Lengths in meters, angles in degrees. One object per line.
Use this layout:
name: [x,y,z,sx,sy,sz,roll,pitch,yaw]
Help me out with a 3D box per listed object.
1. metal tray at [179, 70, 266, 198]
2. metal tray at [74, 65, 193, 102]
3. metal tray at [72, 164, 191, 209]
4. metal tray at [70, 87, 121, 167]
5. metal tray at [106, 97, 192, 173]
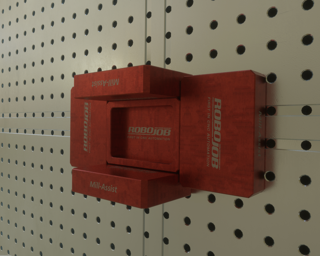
metal tray: [0.068,0.005,0.347,0.090,0.030,0.129,1,91,38]
metal tray: [-0.035,-0.052,0.394,0.130,0.091,0.030,1,91,39]
metal tray: [-0.037,0.068,0.394,0.130,0.091,0.030,1,91,39]
metal tray: [-0.102,-0.001,0.487,0.090,0.030,0.129,1,91,39]
metal tray: [-0.018,0.007,0.416,0.130,0.030,0.089,1,91,39]
